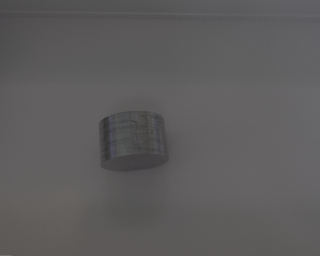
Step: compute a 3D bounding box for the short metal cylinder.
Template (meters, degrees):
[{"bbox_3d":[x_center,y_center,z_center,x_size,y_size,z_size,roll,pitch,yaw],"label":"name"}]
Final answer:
[{"bbox_3d":[-0.032,0.018,0.374,0.080,0.080,0.050,-6,70,-2],"label":"short metal cylinder"}]
